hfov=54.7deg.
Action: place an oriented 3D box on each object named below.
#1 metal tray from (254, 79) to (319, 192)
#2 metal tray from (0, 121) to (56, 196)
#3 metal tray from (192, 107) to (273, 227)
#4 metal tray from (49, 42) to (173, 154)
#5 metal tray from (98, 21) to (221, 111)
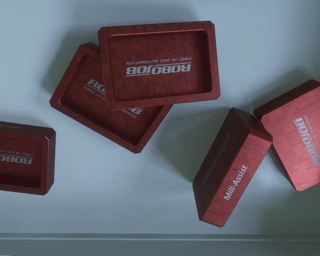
[{"bbox_3d":[0.196,0.012,0.416,0.090,0.030,0.130,-29,108,10],"label":"metal tray"},{"bbox_3d":[-0.213,0.038,0.419,0.131,0.030,0.089,8,110,-4],"label":"metal tray"},{"bbox_3d":[0.086,0.047,0.395,0.030,0.090,0.129,21,109,-8],"label":"metal tray"},{"bbox_3d":[-0.059,-0.036,0.394,0.130,0.030,0.090,31,107,-11],"label":"metal tray"},{"bbox_3d":[0.000,-0.071,0.357,0.131,0.030,0.089,-7,96,-10],"label":"metal tray"}]
